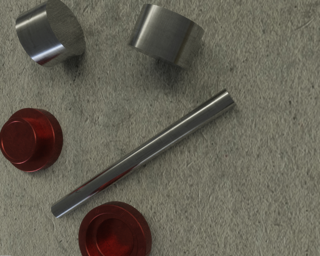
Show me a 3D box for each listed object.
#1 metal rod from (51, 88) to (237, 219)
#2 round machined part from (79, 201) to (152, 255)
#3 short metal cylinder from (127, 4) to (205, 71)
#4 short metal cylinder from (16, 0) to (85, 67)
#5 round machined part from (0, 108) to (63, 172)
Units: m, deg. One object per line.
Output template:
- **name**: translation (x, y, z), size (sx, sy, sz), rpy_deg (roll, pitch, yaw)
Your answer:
- **metal rod**: translation (-0.033, 0.042, 0.419), size (0.300, 0.025, 0.025), rpy_deg (-34, 79, 16)
- **round machined part**: translation (-0.056, 0.148, 0.419), size (0.098, 0.042, 0.097), rpy_deg (0, 90, 19)
- **short metal cylinder**: translation (0.007, -0.108, 0.377), size (0.080, 0.080, 0.050), rpy_deg (26, 99, 18)
- **short metal cylinder**: translation (-0.150, -0.131, 0.431), size (0.050, 0.080, 0.080), rpy_deg (-18, 84, 19)
- **round machined part**: translation (-0.201, 0.018, 0.469), size (0.098, 0.042, 0.097), rpy_deg (0, 90, 19)
